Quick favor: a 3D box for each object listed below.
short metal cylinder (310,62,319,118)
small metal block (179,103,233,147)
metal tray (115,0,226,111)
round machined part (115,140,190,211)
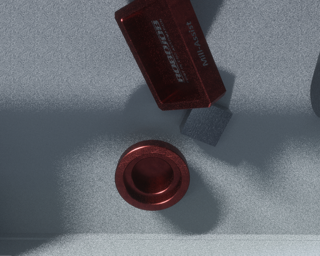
[{"bbox_3d":[0.224,-0.048,0.368,0.050,0.080,0.079,4,110,-2],"label":"short metal cylinder"},{"bbox_3d":[0.060,-0.010,0.409,0.050,0.025,0.050,22,108,-8],"label":"small metal block"},{"bbox_3d":[0.010,-0.084,0.347,0.030,0.090,0.129,-38,112,-31],"label":"metal tray"},{"bbox_3d":[-0.010,0.061,0.425,0.099,0.042,0.097,0,110,-1],"label":"round machined part"}]
